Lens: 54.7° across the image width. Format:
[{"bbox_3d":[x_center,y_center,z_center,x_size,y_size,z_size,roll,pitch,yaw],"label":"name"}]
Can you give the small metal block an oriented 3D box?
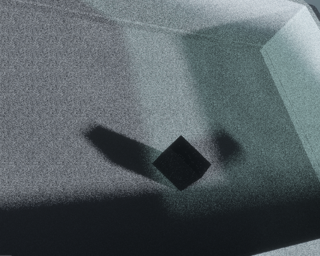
[{"bbox_3d":[0.025,0.044,0.378,0.050,0.050,0.025,44,51,2],"label":"small metal block"}]
